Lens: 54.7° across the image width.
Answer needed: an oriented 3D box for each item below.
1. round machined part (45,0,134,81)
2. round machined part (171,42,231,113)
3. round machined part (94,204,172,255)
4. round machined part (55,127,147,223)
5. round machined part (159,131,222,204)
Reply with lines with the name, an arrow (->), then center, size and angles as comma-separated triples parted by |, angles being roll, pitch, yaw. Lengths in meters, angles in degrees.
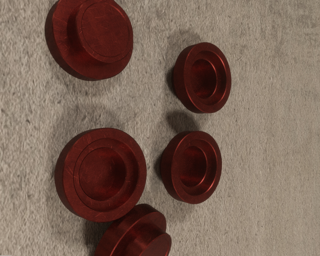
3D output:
round machined part -> -0.069, -0.102, 0.337 | 0.099, 0.042, 0.097 | 0, 90, -40
round machined part -> 0.055, -0.069, 0.442 | 0.099, 0.042, 0.097 | 0, 90, -40
round machined part -> -0.024, 0.140, 0.353 | 0.099, 0.042, 0.097 | -31, 134, -39
round machined part -> -0.066, 0.049, 0.337 | 0.099, 0.042, 0.097 | 4, 84, -39
round machined part -> 0.038, 0.052, 0.428 | 0.099, 0.042, 0.097 | 0, 90, -40
